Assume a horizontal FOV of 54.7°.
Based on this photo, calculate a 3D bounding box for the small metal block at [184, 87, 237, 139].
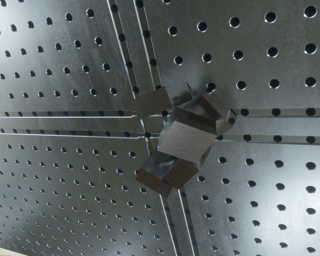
[{"bbox_3d":[0.055,-0.012,0.374,0.050,0.025,0.050,46,129,-5],"label":"small metal block"}]

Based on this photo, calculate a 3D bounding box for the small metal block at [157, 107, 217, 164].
[{"bbox_3d":[0.030,0.009,0.357,0.050,0.025,0.050,19,130,-11],"label":"small metal block"}]

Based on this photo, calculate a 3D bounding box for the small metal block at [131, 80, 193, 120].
[{"bbox_3d":[0.003,-0.033,0.369,0.050,0.050,0.025,-18,94,35],"label":"small metal block"}]

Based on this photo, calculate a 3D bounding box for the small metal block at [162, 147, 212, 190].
[{"bbox_3d":[0.035,0.046,0.404,0.025,0.050,0.050,40,129,1],"label":"small metal block"}]

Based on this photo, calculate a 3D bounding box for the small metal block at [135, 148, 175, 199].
[{"bbox_3d":[0.002,0.061,0.431,0.050,0.050,0.025,29,128,9],"label":"small metal block"}]
